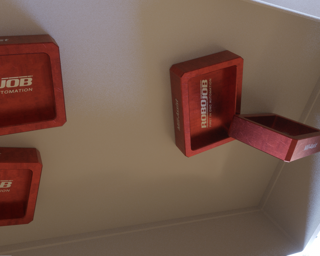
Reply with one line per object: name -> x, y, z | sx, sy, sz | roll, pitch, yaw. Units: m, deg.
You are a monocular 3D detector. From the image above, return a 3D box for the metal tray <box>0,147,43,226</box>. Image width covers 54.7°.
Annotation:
metal tray -> -0.203, 0.066, 0.334 | 0.131, 0.030, 0.089 | 4, 117, -30

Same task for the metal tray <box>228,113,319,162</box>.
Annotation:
metal tray -> 0.169, 0.008, 0.439 | 0.131, 0.090, 0.030 | -4, 114, -46

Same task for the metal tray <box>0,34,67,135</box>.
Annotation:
metal tray -> -0.162, -0.037, 0.293 | 0.131, 0.030, 0.089 | -10, 123, -23

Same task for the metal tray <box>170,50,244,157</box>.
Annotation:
metal tray -> 0.064, -0.031, 0.421 | 0.091, 0.030, 0.129 | -19, 126, -18
